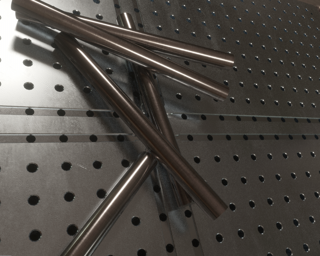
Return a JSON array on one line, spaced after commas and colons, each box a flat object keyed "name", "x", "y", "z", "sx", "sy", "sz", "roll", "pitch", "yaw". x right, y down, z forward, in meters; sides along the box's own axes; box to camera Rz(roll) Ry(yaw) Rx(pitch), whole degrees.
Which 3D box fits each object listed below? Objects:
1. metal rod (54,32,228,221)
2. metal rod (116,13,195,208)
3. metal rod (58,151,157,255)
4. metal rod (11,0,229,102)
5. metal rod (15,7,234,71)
[{"name": "metal rod", "x": -0.031, "y": -0.012, "z": 0.379, "sx": 0.025, "sy": 0.025, "sz": 0.300, "roll": -32, "pitch": 74, "yaw": -38}, {"name": "metal rod", "x": -0.011, "y": -0.039, "z": 0.427, "sx": 0.025, "sy": 0.025, "sz": 0.299, "roll": -5, "pitch": 64, "yaw": -31}, {"name": "metal rod", "x": -0.087, "y": 0.129, "z": 0.283, "sx": 0.025, "sy": 0.025, "sz": 0.301, "roll": 40, "pitch": 51, "yaw": -2}, {"name": "metal rod", "x": -0.040, "y": -0.103, "z": 0.416, "sx": 0.302, "sy": 0.025, "sz": 0.025, "roll": 21, "pitch": 54, "yaw": -16}, {"name": "metal rod", "x": -0.039, "y": -0.126, "z": 0.434, "sx": 0.302, "sy": 0.025, "sz": 0.025, "roll": 11, "pitch": 57, "yaw": -12}]
